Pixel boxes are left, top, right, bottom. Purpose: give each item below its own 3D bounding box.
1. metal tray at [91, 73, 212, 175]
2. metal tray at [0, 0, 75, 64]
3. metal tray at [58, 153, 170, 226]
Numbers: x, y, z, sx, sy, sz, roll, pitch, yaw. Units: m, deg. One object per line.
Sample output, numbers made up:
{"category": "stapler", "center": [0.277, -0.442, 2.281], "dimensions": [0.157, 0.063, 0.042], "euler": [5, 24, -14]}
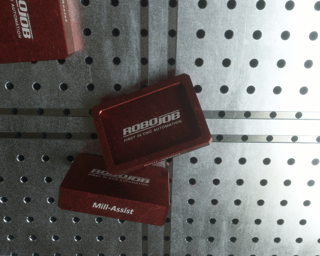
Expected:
{"category": "metal tray", "center": [-0.011, -0.003, 0.386], "dimensions": [0.130, 0.030, 0.090], "euler": [-19, 78, 6]}
{"category": "metal tray", "center": [-0.157, -0.144, 0.357], "dimensions": [0.090, 0.030, 0.129], "euler": [-4, 110, 1]}
{"category": "metal tray", "center": [-0.055, 0.077, 0.406], "dimensions": [0.131, 0.090, 0.030], "euler": [11, 112, -4]}
